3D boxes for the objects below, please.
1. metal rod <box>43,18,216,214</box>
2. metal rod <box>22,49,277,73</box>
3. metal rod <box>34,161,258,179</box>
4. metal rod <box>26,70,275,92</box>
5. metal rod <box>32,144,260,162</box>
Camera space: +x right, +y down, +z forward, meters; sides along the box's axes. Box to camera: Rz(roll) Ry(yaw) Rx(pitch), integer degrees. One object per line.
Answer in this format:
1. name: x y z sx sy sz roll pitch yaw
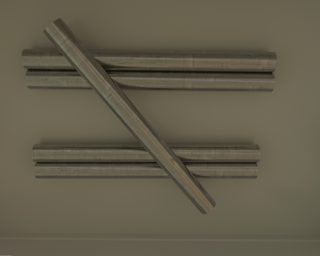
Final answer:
1. metal rod: -0.026 -0.003 0.382 0.025 0.025 0.300 -36 106 12
2. metal rod: -0.012 -0.082 0.379 0.302 0.025 0.025 1 110 -1
3. metal rod: -0.018 0.058 0.430 0.302 0.025 0.025 0 110 -1
4. metal rod: -0.011 -0.059 0.387 0.302 0.025 0.025 1 110 -1
5. metal rod: -0.018 0.034 0.422 0.302 0.025 0.025 0 110 -1
